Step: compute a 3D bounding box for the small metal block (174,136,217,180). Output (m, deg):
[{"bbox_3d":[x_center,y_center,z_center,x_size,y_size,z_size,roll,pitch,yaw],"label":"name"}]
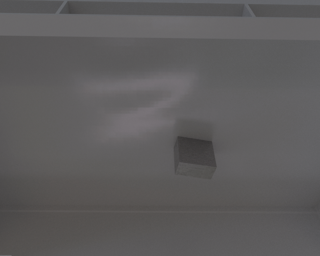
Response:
[{"bbox_3d":[0.047,0.041,0.427,0.050,0.050,0.025,9,130,-8],"label":"small metal block"}]
